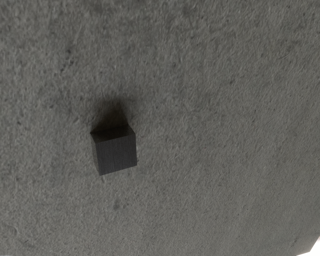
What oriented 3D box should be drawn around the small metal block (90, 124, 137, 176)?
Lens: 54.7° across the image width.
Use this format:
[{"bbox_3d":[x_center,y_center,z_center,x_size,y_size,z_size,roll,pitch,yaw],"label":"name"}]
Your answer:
[{"bbox_3d":[-0.058,0.028,0.394,0.050,0.025,0.050,-14,124,-21],"label":"small metal block"}]
